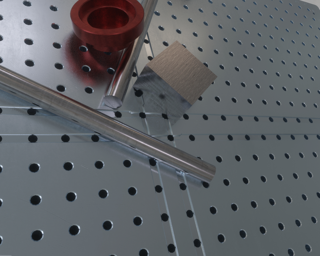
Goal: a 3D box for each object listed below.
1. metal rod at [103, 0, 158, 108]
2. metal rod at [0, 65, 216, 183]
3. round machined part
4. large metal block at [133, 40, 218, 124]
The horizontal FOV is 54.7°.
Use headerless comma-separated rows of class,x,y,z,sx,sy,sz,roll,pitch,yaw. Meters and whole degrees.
metal rod,-0.033,-0.152,0.483,0.025,0.025,0.300,24,53,-14
metal rod,-0.066,-0.003,0.374,0.301,0.025,0.025,26,53,-13
round machined part,-0.071,-0.144,0.433,0.099,0.042,0.098,2,54,-2
large metal block,0.023,-0.067,0.445,0.080,0.050,0.080,42,51,0
